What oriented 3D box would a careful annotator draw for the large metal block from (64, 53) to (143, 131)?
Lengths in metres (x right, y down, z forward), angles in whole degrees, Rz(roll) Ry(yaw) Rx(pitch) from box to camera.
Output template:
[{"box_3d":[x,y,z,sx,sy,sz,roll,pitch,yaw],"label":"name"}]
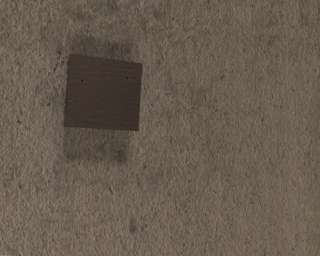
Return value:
[{"box_3d":[-0.069,-0.039,0.371,0.081,0.050,0.079,4,89,-20],"label":"large metal block"}]
